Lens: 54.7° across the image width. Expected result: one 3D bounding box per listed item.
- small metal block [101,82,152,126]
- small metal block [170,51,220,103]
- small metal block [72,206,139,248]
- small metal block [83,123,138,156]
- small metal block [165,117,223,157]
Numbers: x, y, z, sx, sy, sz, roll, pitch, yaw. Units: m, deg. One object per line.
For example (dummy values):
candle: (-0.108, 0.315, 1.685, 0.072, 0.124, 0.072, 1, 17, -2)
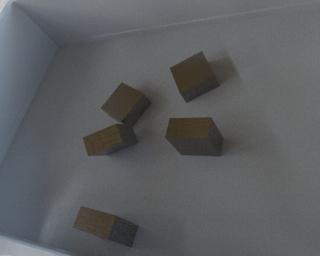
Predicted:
small metal block: (-0.050, -0.033, 0.452, 0.050, 0.025, 0.050, 30, 78, 37)
small metal block: (0.047, -0.070, 0.424, 0.050, 0.025, 0.050, -26, 53, 12)
small metal block: (-0.061, 0.113, 0.353, 0.050, 0.050, 0.025, 5, 65, 30)
small metal block: (-0.064, 0.017, 0.410, 0.050, 0.050, 0.025, -22, 80, 15)
small metal block: (0.041, 0.011, 0.361, 0.050, 0.050, 0.025, 0, 62, 28)
